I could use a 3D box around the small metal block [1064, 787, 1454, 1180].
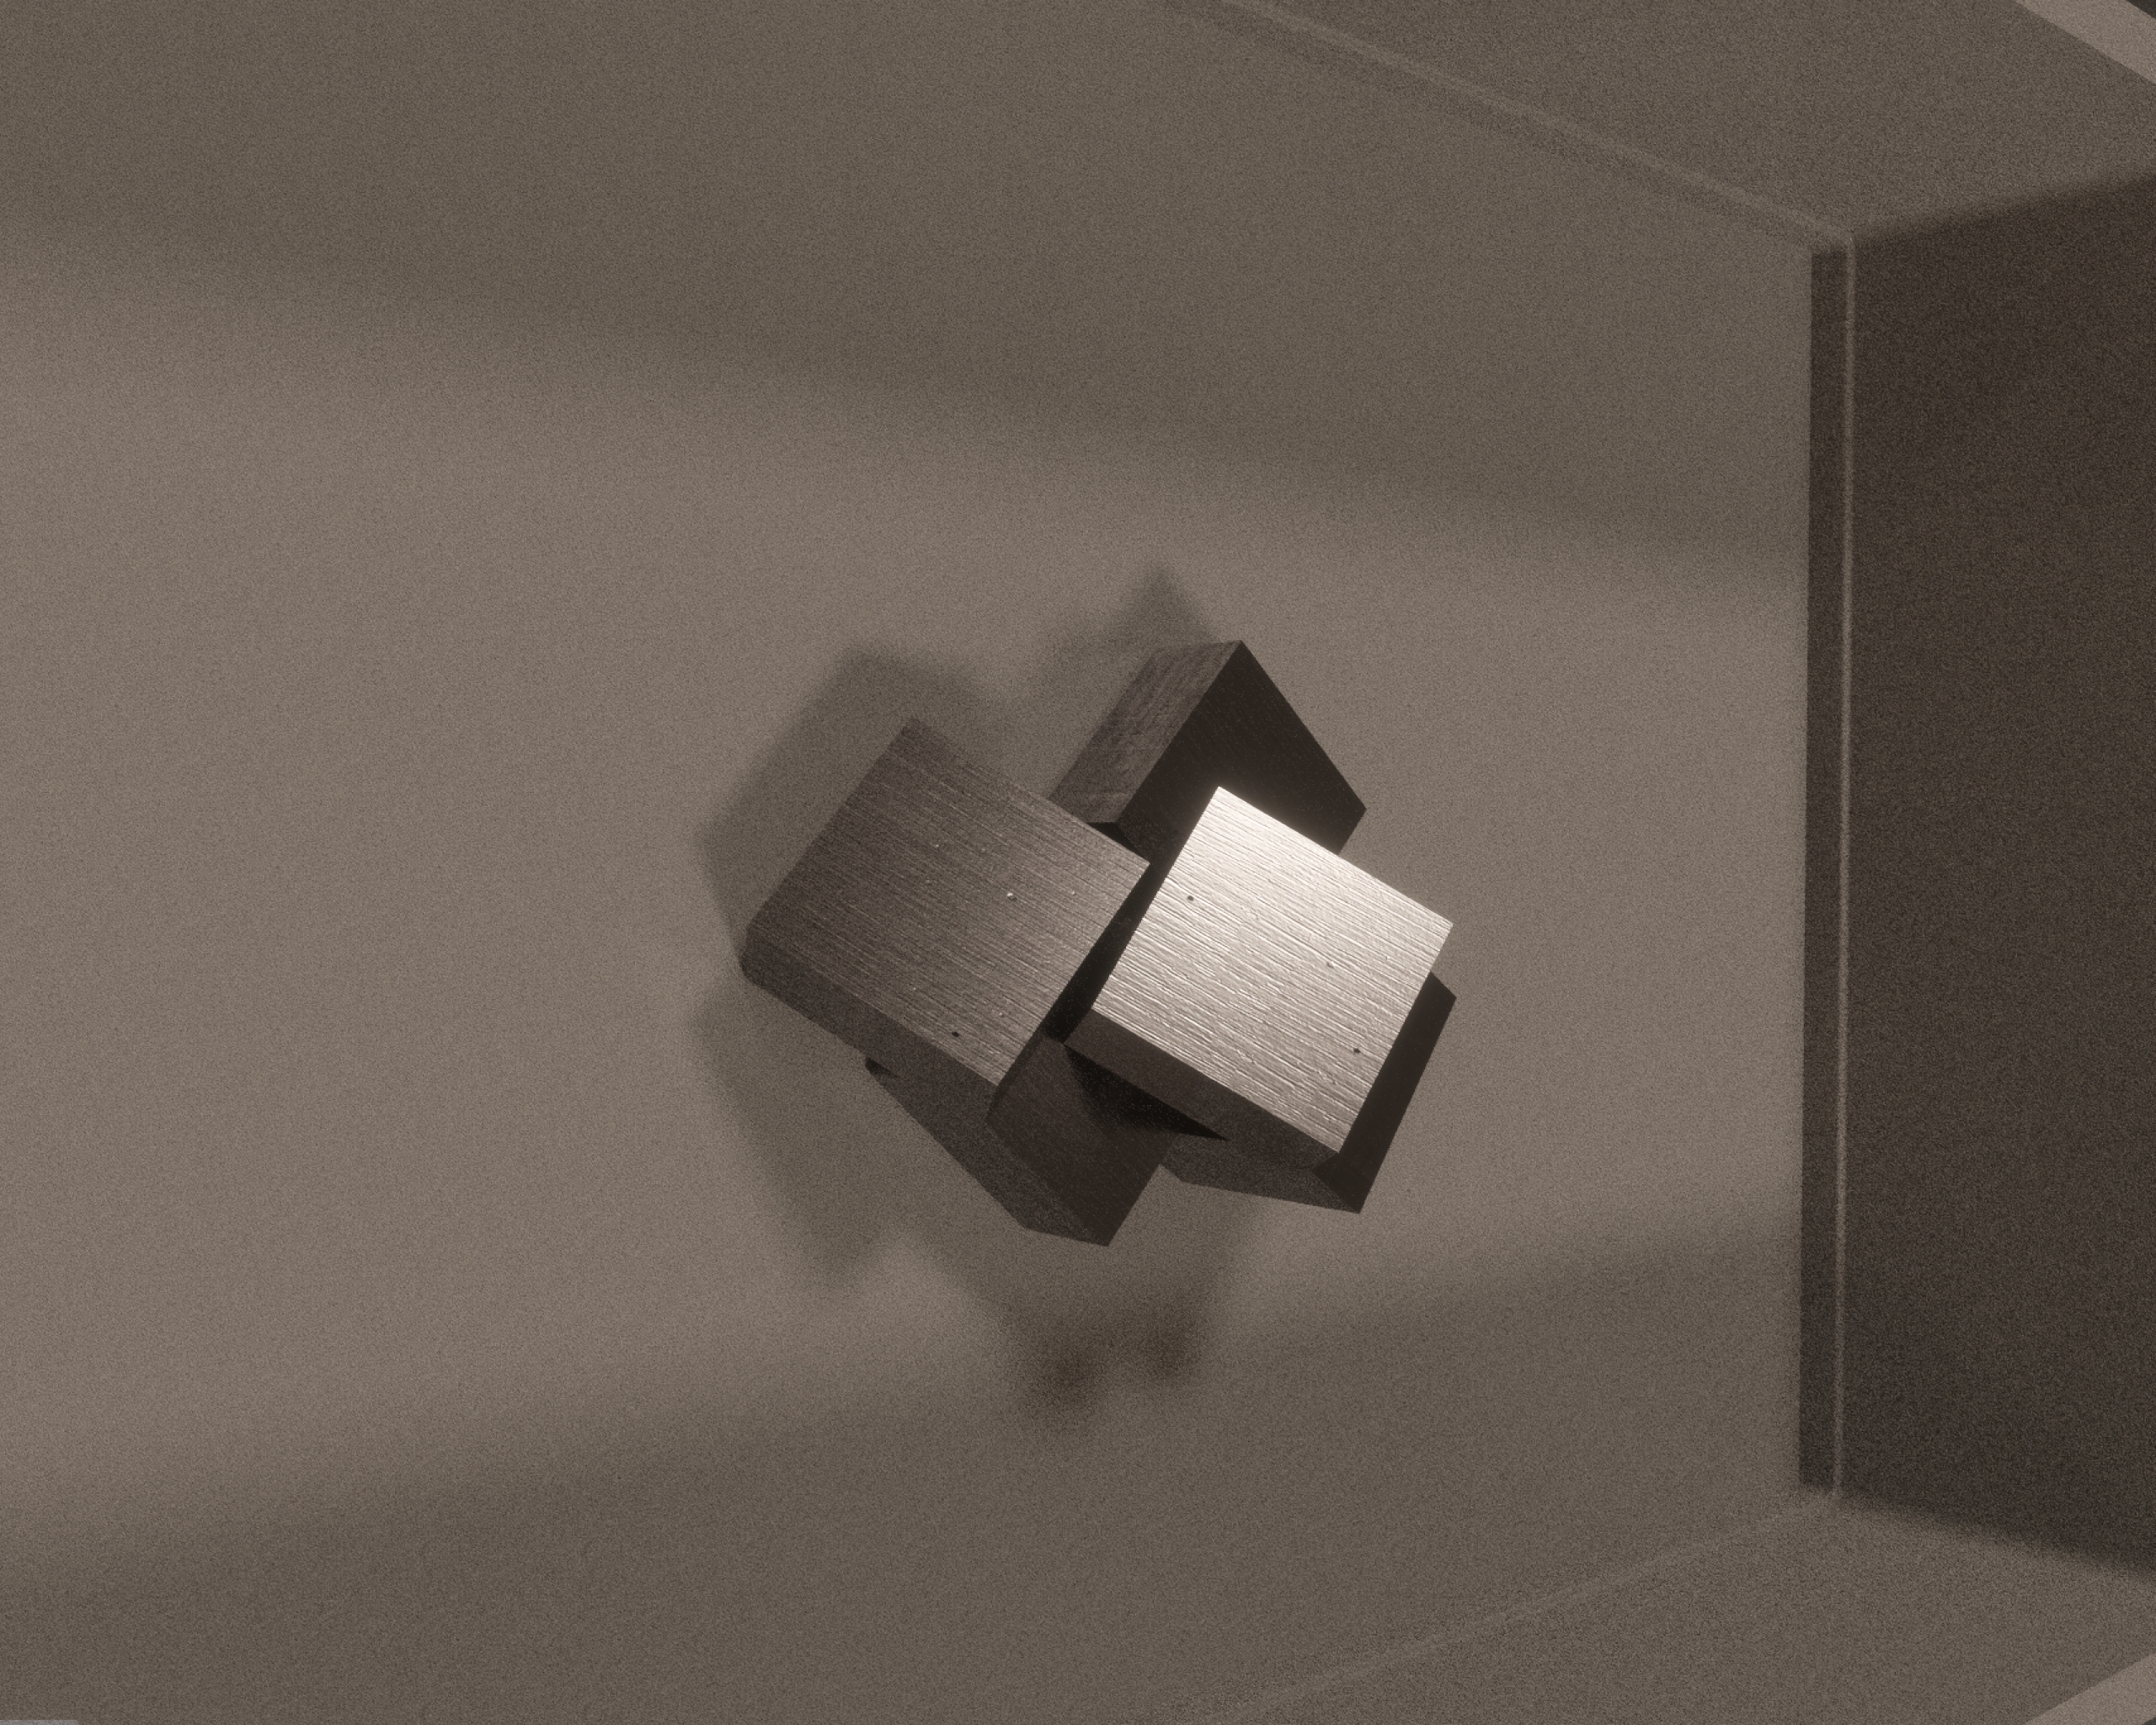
[{"bbox_3d":[0.033,0.023,0.386,0.050,0.025,0.050,31,67,0],"label":"small metal block"}]

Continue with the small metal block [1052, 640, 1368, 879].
[{"bbox_3d":[0.026,-0.010,0.428,0.050,0.025,0.050,50,60,-29],"label":"small metal block"}]

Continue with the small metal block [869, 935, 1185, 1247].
[{"bbox_3d":[-0.004,0.038,0.403,0.050,0.025,0.050,50,60,-29],"label":"small metal block"}]

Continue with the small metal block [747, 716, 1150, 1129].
[{"bbox_3d":[-0.023,0.011,0.371,0.050,0.025,0.050,32,65,6],"label":"small metal block"}]

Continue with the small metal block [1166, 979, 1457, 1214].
[{"bbox_3d":[0.042,0.040,0.425,0.025,0.050,0.050,43,64,-32],"label":"small metal block"}]
